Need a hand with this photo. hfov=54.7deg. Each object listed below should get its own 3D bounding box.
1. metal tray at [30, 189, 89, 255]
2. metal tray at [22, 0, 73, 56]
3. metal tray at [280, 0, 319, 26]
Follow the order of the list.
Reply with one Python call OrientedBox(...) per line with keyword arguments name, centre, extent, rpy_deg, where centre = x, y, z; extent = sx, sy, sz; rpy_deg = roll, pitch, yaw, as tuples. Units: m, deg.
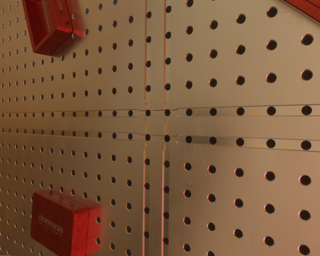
OrientedBox(name="metal tray", centre=(-0.182, 0.170, 0.553), extent=(0.130, 0.030, 0.089), rpy_deg=(9, 96, 39))
OrientedBox(name="metal tray", centre=(-0.213, -0.214, 0.578), extent=(0.090, 0.030, 0.129), rpy_deg=(-27, 73, 36))
OrientedBox(name="metal tray", centre=(0.138, -0.165, 0.291), extent=(0.130, 0.030, 0.089), rpy_deg=(49, 119, 28))
